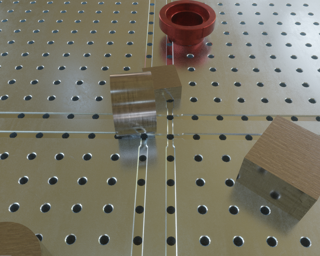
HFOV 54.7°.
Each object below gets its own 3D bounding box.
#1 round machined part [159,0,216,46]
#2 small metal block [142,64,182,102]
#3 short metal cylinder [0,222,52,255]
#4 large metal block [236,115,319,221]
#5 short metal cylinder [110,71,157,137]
[{"bbox_3d":[0.048,-0.184,0.551,0.099,0.042,0.098,0,50,0],"label":"round machined part"},{"bbox_3d":[0.002,-0.067,0.464,0.050,0.025,0.050,-8,51,-7],"label":"small metal block"},{"bbox_3d":[-0.141,0.133,0.279,0.081,0.050,0.080,0,50,0],"label":"short metal cylinder"},{"bbox_3d":[0.147,0.043,0.356,0.080,0.050,0.080,32,57,24],"label":"large metal block"},{"bbox_3d":[-0.034,-0.031,0.398,0.050,0.080,0.080,-6,50,-5],"label":"short metal cylinder"}]
